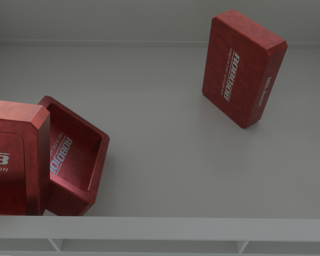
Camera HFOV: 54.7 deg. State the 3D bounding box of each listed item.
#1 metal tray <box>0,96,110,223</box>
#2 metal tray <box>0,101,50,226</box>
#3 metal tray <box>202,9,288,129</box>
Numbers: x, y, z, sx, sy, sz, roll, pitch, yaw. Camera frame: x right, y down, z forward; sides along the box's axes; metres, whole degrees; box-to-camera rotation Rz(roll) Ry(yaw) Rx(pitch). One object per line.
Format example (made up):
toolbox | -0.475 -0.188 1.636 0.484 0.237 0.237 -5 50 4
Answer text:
metal tray | -0.103 0.024 0.317 0.090 0.030 0.130 36 19 -18
metal tray | -0.151 0.023 0.224 0.131 0.089 0.030 6 26 -7
metal tray | 0.100 -0.072 0.397 0.030 0.129 0.090 -29 56 -22
